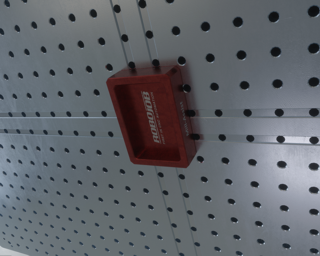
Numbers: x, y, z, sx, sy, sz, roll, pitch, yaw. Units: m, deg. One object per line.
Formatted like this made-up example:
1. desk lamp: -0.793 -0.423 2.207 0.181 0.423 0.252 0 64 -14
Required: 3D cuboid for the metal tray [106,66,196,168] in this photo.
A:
1. metal tray: -0.009 -0.011 0.406 0.090 0.030 0.129 1 119 28
